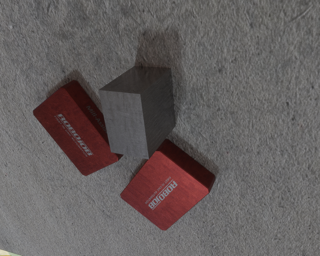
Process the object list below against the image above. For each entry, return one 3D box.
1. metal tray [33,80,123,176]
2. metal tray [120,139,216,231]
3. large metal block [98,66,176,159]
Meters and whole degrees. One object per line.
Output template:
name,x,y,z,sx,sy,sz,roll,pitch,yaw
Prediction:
metal tray,-0.121,0.004,0.467,0.090,0.030,0.130,-27,104,37
metal tray,0.007,0.087,0.452,0.090,0.030,0.129,38,129,2
large metal block,-0.022,-0.022,0.368,0.050,0.080,0.079,8,122,24
